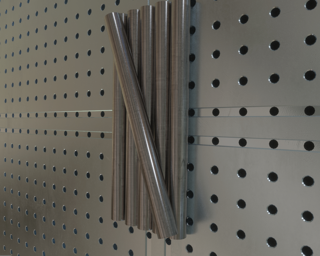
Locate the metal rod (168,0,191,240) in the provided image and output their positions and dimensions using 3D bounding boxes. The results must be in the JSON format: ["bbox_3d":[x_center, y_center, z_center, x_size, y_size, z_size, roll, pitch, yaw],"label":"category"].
[{"bbox_3d":[0.024,-0.012,0.391,0.025,0.025,0.298,2,91,40],"label":"metal rod"}]

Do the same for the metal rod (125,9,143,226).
[{"bbox_3d":[-0.035,-0.014,0.439,0.025,0.025,0.298,1,91,40],"label":"metal rod"}]

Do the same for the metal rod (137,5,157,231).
[{"bbox_3d":[-0.017,-0.013,0.423,0.025,0.025,0.298,1,91,40],"label":"metal rod"}]

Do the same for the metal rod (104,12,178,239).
[{"bbox_3d":[-0.028,-0.013,0.401,0.025,0.025,0.299,-24,75,37],"label":"metal rod"}]

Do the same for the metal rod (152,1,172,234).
[{"bbox_3d":[0.004,-0.013,0.408,0.025,0.025,0.298,1,91,40],"label":"metal rod"}]

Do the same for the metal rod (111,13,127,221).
[{"bbox_3d":[-0.058,-0.015,0.457,0.025,0.025,0.298,1,91,40],"label":"metal rod"}]
